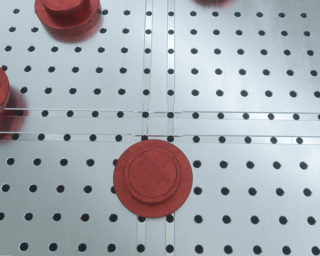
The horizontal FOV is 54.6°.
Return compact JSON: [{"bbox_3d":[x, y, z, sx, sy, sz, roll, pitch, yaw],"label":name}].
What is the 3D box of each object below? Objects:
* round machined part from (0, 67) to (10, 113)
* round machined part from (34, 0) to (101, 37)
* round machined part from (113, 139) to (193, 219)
[{"bbox_3d":[-0.252,-0.046,0.406,0.099,0.042,0.098,11,60,-20],"label":"round machined part"},{"bbox_3d":[-0.142,-0.192,0.472,0.099,0.042,0.098,0,70,0],"label":"round machined part"},{"bbox_3d":[-0.009,0.060,0.381,0.099,0.042,0.098,0,70,0],"label":"round machined part"}]
